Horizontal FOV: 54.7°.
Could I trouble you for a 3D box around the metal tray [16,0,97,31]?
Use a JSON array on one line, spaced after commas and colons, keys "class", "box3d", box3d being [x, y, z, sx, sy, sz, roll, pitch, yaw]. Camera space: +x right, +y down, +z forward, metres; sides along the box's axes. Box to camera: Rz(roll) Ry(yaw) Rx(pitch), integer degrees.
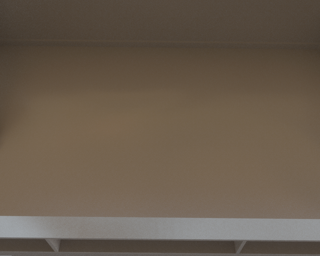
[{"class": "metal tray", "box3d": [-0.193, -0.222, 0.576, 0.131, 0.030, 0.090, -12, 51, -21]}]
